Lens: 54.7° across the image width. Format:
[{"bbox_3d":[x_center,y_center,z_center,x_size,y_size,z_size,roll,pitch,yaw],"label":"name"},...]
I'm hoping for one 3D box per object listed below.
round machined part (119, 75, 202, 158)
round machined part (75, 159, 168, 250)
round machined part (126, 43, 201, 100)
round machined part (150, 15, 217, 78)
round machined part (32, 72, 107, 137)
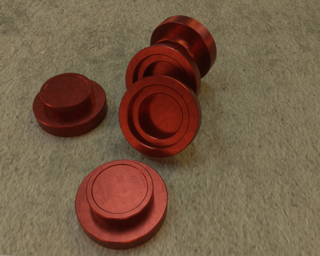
[{"bbox_3d":[0.003,-0.015,0.382,0.098,0.097,0.042,18,13,14],"label":"round machined part"},{"bbox_3d":[-0.041,0.073,0.330,0.099,0.042,0.098,0,50,0],"label":"round machined part"},{"bbox_3d":[0.007,-0.064,0.417,0.098,0.097,0.042,17,27,13],"label":"round machined part"},{"bbox_3d":[0.028,-0.107,0.446,0.098,0.097,0.042,24,53,18],"label":"round machined part"},{"bbox_3d":[-0.123,-0.038,0.423,0.099,0.042,0.098,0,50,0],"label":"round machined part"}]
